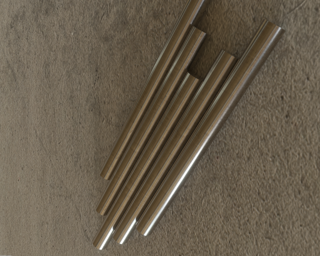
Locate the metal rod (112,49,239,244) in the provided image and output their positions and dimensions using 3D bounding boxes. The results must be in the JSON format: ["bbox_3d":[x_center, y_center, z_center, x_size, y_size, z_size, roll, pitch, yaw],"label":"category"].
[{"bbox_3d":[0.010,0.039,0.396,0.025,0.025,0.298,44,116,31],"label":"metal rod"}]

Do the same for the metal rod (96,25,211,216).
[{"bbox_3d":[-0.019,0.005,0.420,0.025,0.025,0.298,44,116,31],"label":"metal rod"}]

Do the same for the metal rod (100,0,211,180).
[{"bbox_3d":[-0.012,-0.049,0.414,0.025,0.025,0.298,44,116,31],"label":"metal rod"}]

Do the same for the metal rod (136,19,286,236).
[{"bbox_3d":[0.046,0.017,0.366,0.025,0.025,0.298,44,116,31],"label":"metal rod"}]

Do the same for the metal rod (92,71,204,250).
[{"bbox_3d":[-0.025,0.058,0.425,0.025,0.025,0.298,44,116,31],"label":"metal rod"}]
